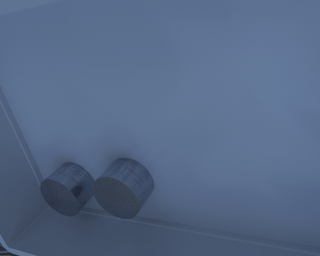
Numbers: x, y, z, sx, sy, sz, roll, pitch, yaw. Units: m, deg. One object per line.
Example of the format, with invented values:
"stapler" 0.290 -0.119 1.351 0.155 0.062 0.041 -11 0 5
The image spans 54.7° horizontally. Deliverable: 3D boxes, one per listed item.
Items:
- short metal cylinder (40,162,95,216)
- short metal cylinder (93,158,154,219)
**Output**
"short metal cylinder" -0.160 0.107 0.543 0.080 0.050 0.079 13 124 21
"short metal cylinder" -0.056 0.093 0.480 0.080 0.050 0.079 13 124 21
